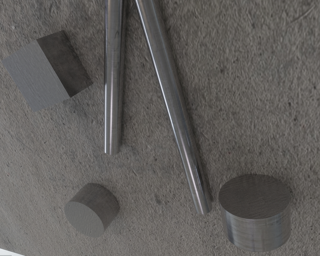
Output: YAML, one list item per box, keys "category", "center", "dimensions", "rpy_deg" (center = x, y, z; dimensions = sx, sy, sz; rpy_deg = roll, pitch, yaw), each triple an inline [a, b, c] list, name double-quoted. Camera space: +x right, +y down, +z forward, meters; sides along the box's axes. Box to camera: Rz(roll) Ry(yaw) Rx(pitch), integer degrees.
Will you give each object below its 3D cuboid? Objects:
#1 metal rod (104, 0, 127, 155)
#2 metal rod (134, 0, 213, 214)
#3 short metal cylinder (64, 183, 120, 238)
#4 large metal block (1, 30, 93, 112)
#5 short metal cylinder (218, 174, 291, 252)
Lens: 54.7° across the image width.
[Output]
- category: "metal rod"
  center: [-0.056, -0.090, 0.380]
  dimensions: [0.025, 0.025, 0.298]
  rpy_deg: [19, 126, 17]
- category: "metal rod"
  center: [0.023, -0.015, 0.385]
  dimensions: [0.025, 0.025, 0.298]
  rpy_deg: [-3, 117, 29]
- category: "short metal cylinder"
  center: [-0.118, 0.143, 0.542]
  dimensions: [0.080, 0.050, 0.079]
  rpy_deg: [13, 124, 21]
- category: "large metal block"
  center: [-0.153, -0.076, 0.425]
  dimensions: [0.080, 0.050, 0.080]
  rpy_deg: [-14, 111, 34]
- category: "short metal cylinder"
  center: [0.114, 0.100, 0.373]
  dimensions: [0.080, 0.080, 0.050]
  rpy_deg: [2, 119, 27]
